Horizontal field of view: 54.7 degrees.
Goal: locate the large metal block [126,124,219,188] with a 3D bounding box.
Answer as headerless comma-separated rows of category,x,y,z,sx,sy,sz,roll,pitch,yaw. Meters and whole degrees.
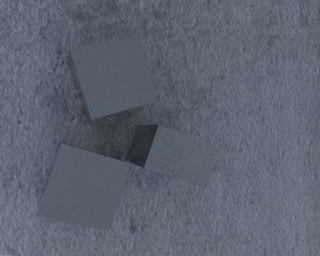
large metal block,0.012,0.033,0.385,0.080,0.080,0.050,21,83,-19

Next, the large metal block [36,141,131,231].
large metal block,-0.090,0.066,0.363,0.081,0.050,0.080,20,83,-19

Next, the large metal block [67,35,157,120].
large metal block,-0.059,-0.059,0.375,0.081,0.050,0.080,-18,96,-20
